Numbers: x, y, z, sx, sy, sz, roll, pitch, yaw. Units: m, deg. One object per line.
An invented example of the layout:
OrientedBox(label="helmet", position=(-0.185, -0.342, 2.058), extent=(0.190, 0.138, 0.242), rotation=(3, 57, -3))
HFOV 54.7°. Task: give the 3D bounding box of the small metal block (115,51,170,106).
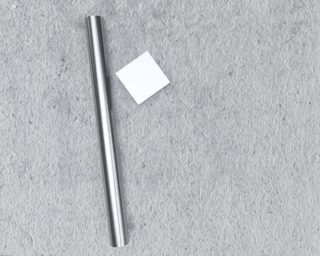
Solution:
OrientedBox(label="small metal block", position=(-0.022, -0.065, 0.410), extent=(0.050, 0.025, 0.050), rotation=(-36, 90, 0))

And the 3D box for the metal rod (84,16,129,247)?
OrientedBox(label="metal rod", position=(-0.070, 0.004, 0.409), extent=(0.025, 0.025, 0.298), rotation=(-7, 90, 0))
